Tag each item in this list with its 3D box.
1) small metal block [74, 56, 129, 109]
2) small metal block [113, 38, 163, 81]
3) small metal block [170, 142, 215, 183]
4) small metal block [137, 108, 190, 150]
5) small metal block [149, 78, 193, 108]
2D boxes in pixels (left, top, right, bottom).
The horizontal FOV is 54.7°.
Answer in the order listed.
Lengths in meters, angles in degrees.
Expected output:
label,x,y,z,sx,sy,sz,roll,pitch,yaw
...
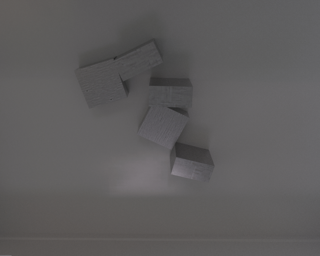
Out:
label,x,y,z,sx,sy,sz,roll,pitch,yaw
small metal block,-0.072,-0.058,0.389,0.050,0.025,0.050,-16,110,5
small metal block,-0.025,-0.082,0.367,0.050,0.050,0.025,-24,108,8
small metal block,0.041,0.045,0.415,0.050,0.050,0.025,14,110,-5
small metal block,0.004,-0.007,0.409,0.050,0.025,0.050,25,108,-9
small metal block,0.012,-0.045,0.382,0.050,0.050,0.025,1,110,-1
